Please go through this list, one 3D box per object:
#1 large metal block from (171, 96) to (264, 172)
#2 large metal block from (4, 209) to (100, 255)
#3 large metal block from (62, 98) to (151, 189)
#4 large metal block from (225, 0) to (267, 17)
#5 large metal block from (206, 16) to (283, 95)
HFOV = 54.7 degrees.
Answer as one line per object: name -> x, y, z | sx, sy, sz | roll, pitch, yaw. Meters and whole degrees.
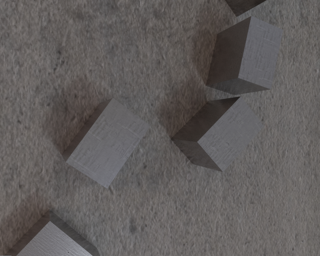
large metal block -> 0.072, 0.007, 0.408 | 0.080, 0.080, 0.050 | -45, 104, -15
large metal block -> -0.125, 0.154, 0.350 | 0.080, 0.050, 0.080 | 47, 75, -15
large metal block -> -0.065, 0.015, 0.356 | 0.050, 0.080, 0.080 | 38, 78, -17
large metal block -> 0.142, -0.212, 0.434 | 0.080, 0.080, 0.050 | -43, 104, -15
large metal block -> 0.112, -0.094, 0.423 | 0.050, 0.080, 0.080 | 15, 85, -20
